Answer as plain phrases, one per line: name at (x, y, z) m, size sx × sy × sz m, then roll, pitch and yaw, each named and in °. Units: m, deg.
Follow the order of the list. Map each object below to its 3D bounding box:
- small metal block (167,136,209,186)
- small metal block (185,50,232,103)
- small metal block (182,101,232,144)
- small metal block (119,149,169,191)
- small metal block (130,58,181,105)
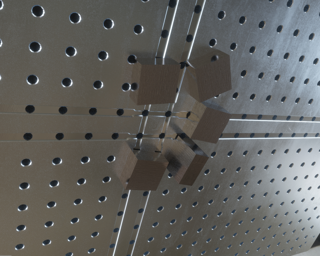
small metal block at (0.036, 0.047, 0.446) m, size 0.025 × 0.050 × 0.050 m, roll 16°, pitch 110°, yaw -35°
small metal block at (0.064, -0.068, 0.406) m, size 0.050 × 0.025 × 0.050 m, roll -24°, pitch 128°, yaw -14°
small metal block at (0.067, -0.008, 0.445) m, size 0.050 × 0.025 × 0.050 m, roll 13°, pitch 112°, yaw -34°
small metal block at (-0.023, 0.060, 0.438) m, size 0.050 × 0.025 × 0.050 m, roll 10°, pitch 114°, yaw -33°
small metal block at (-0.007, -0.057, 0.374) m, size 0.050 × 0.025 × 0.050 m, roll -6°, pitch 121°, yaw -26°
